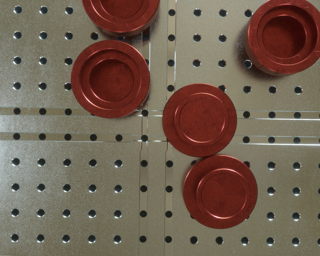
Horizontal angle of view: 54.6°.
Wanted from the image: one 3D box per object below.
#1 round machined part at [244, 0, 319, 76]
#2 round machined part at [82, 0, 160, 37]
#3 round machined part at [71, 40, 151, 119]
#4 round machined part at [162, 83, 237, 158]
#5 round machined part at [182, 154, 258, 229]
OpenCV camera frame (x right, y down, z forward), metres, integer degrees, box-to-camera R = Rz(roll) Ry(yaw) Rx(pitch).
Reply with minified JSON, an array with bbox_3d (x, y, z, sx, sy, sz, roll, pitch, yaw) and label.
[{"bbox_3d":[0.159,-0.116,0.406,0.099,0.042,0.097,0,90,0],"label":"round machined part"},{"bbox_3d":[-0.049,-0.167,0.404,0.099,0.042,0.097,0,90,0],"label":"round machined part"},{"bbox_3d":[-0.061,-0.061,0.404,0.099,0.042,0.097,0,90,0],"label":"round machined part"},{"bbox_3d":[0.052,-0.010,0.405,0.099,0.042,0.097,0,90,0],"label":"round machined part"},{"bbox_3d":[0.079,0.084,0.405,0.099,0.042,0.097,0,90,0],"label":"round machined part"}]
